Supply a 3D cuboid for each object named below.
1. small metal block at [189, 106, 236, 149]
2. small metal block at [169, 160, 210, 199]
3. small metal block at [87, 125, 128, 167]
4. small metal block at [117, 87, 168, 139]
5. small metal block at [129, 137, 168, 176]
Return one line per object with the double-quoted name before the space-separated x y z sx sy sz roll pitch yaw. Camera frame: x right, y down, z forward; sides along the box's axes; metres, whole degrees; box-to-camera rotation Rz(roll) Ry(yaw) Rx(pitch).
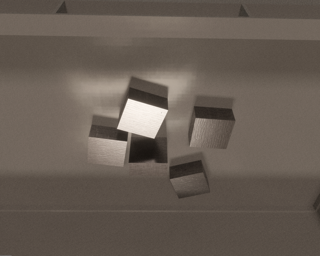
"small metal block" 0.067 0.000 0.410 0.050 0.025 0.050 4 130 -4
"small metal block" 0.046 0.080 0.478 0.050 0.025 0.050 -14 129 11
"small metal block" -0.072 0.025 0.430 0.050 0.025 0.050 8 130 -7
"small metal block" -0.022 -0.018 0.393 0.050 0.025 0.050 15 128 -13
"small metal block" -0.016 0.038 0.425 0.050 0.050 0.025 1 130 -1
